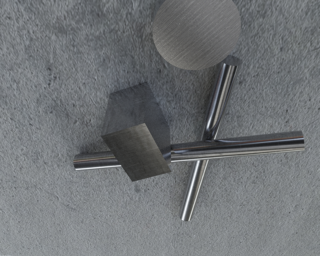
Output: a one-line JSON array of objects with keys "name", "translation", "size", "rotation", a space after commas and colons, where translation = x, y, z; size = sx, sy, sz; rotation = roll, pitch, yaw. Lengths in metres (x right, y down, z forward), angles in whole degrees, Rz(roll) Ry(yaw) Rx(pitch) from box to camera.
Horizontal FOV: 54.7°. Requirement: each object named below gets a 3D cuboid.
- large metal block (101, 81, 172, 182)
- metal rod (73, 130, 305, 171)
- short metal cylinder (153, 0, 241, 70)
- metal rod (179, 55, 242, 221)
[{"name": "large metal block", "translation": [-0.024, 0.004, 0.375], "size": [0.050, 0.080, 0.080], "rotation": [-17, 128, 13]}, {"name": "metal rod", "translation": [0.025, 0.033, 0.408], "size": [0.301, 0.025, 0.025], "rotation": [-7, 130, 16]}, {"name": "short metal cylinder", "translation": [0.033, -0.104, 0.303], "size": [0.081, 0.050, 0.079], "rotation": [0, 130, 0]}, {"name": "metal rod", "translation": [0.062, 0.038, 0.439], "size": [0.025, 0.025, 0.298], "rotation": [5, 130, -4]}]
